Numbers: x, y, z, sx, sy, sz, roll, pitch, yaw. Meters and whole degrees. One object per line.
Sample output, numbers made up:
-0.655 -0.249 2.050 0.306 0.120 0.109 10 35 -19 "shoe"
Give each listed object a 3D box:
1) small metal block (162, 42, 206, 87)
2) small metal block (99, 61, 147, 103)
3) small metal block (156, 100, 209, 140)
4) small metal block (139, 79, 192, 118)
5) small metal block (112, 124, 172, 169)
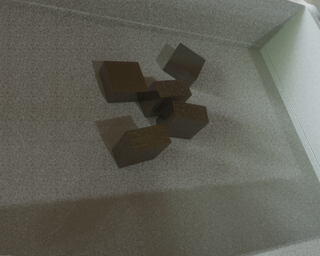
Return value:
0.039 -0.099 0.489 0.050 0.025 0.050 33 51 -7 "small metal block"
-0.049 -0.062 0.418 0.050 0.025 0.050 -6 65 -31 "small metal block"
0.029 -0.009 0.412 0.050 0.050 0.025 8 59 -25 "small metal block"
0.007 -0.040 0.419 0.050 0.050 0.025 -9 67 -32 "small metal block"
-0.022 0.021 0.366 0.050 0.050 0.025 -12 68 -33 "small metal block"
